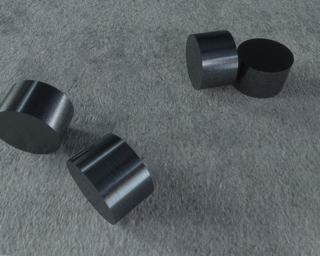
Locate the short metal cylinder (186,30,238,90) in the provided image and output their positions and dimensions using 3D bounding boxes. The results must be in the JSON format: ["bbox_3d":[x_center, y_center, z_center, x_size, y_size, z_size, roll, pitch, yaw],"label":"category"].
[{"bbox_3d":[0.073,-0.099,0.451,0.050,0.080,0.080,-10,51,-9],"label":"short metal cylinder"}]

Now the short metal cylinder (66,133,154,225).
[{"bbox_3d":[-0.052,0.052,0.323,0.050,0.080,0.080,-36,59,-27],"label":"short metal cylinder"}]

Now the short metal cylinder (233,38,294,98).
[{"bbox_3d":[0.151,-0.090,0.465,0.081,0.050,0.080,0,50,0],"label":"short metal cylinder"}]

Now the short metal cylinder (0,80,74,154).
[{"bbox_3d":[-0.152,-0.011,0.375,0.080,0.080,0.050,6,51,5],"label":"short metal cylinder"}]
